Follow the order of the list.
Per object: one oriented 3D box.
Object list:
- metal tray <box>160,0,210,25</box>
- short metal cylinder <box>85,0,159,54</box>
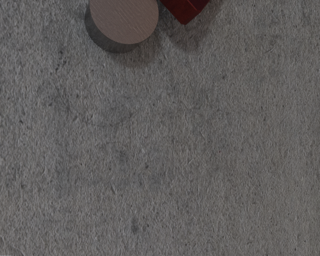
[{"bbox_3d":[0.035,-0.201,0.393,0.090,0.030,0.130,44,53,-15],"label":"metal tray"},{"bbox_3d":[-0.048,-0.136,0.378,0.081,0.050,0.079,0,90,-20],"label":"short metal cylinder"}]
